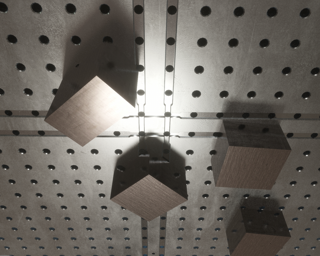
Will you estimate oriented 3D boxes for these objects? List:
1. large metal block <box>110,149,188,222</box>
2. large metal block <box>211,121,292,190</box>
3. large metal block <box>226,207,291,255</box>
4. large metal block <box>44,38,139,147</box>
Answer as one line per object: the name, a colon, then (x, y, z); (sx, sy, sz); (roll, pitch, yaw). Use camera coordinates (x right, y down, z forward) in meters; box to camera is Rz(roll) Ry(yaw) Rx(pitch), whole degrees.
large metal block: (-0.016, 0.089, 0.471); (0.080, 0.050, 0.080); (-36, 122, 26)
large metal block: (0.121, 0.039, 0.430); (0.081, 0.050, 0.079); (4, 130, -4)
large metal block: (0.175, 0.193, 0.562); (0.081, 0.050, 0.079); (8, 130, -7)
large metal block: (-0.072, -0.039, 0.341); (0.080, 0.080, 0.050); (-34, 123, 25)
